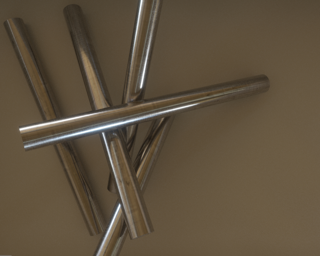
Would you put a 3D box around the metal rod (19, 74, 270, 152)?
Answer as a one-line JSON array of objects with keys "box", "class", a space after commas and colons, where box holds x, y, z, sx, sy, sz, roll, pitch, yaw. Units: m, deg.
[{"box": [0.004, -0.025, 0.353, 0.302, 0.025, 0.025, -15, 90, -24], "class": "metal rod"}]

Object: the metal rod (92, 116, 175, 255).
[{"box": [-0.037, 0.088, 0.343, 0.025, 0.025, 0.300, 23, 62, 0], "class": "metal rod"}]

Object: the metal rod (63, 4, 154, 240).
[{"box": [-0.067, -0.024, 0.360, 0.025, 0.025, 0.299, -21, 70, 0], "class": "metal rod"}]

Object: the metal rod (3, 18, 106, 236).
[{"box": [-0.137, -0.001, 0.410, 0.025, 0.025, 0.299, -22, 90, 0], "class": "metal rod"}]

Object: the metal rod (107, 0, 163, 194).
[{"box": [-0.027, -0.052, 0.352, 0.025, 0.025, 0.298, 13, 114, 0], "class": "metal rod"}]
